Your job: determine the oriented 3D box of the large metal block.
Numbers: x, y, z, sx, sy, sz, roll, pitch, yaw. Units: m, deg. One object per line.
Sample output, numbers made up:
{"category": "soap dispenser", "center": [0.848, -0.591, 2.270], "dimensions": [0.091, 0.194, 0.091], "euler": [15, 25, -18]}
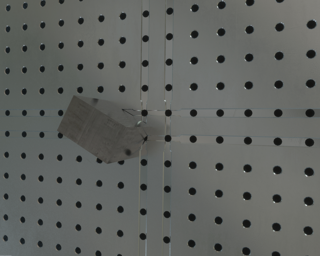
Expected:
{"category": "large metal block", "center": [-0.070, 0.001, 0.407], "dimensions": [0.080, 0.080, 0.050], "euler": [31, 100, 17]}
